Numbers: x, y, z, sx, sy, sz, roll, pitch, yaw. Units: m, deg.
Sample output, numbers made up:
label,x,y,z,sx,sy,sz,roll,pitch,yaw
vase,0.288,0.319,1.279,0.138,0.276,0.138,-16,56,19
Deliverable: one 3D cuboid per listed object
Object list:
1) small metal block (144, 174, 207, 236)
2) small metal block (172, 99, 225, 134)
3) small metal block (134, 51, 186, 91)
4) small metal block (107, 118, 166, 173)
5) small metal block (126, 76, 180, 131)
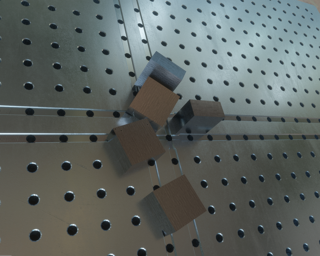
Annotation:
label,x,y,z,sx,sy,sz,roll,pitch,yaw
small metal block,0.018,0.090,0.365,0.050,0.025,0.050,-21,73,-36
small metal block,0.053,-0.014,0.431,0.050,0.050,0.025,2,61,-28
small metal block,0.000,-0.070,0.434,0.050,0.050,0.025,33,41,-7
small metal block,-0.029,0.021,0.381,0.050,0.025,0.050,-19,72,-36
small metal block,-0.009,-0.032,0.415,0.050,0.025,0.050,33,70,-8
